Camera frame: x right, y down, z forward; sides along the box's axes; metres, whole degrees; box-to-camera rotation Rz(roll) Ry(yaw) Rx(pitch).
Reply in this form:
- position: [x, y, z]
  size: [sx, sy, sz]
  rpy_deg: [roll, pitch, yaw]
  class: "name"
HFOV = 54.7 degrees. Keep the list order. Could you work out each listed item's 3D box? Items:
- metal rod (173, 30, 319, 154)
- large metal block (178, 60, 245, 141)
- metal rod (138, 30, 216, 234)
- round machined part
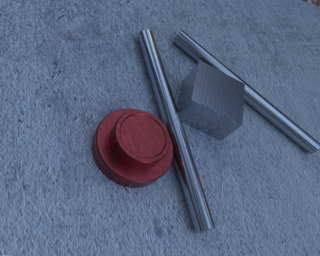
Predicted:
- position: [0.146, -0.059, 0.520]
  size: [0.300, 0.025, 0.025]
  rpy_deg: [39, 51, -3]
  class: "metal rod"
- position: [0.074, -0.040, 0.454]
  size: [0.080, 0.050, 0.080]
  rpy_deg: [25, 53, -14]
  class: "large metal block"
- position: [0.015, -0.012, 0.420]
  size: [0.025, 0.025, 0.299]
  rpy_deg: [-2, 63, -30]
  class: "metal rod"
- position: [-0.027, 0.018, 0.369]
  size: [0.099, 0.042, 0.098]
  rpy_deg: [14, 56, -21]
  class: "round machined part"
